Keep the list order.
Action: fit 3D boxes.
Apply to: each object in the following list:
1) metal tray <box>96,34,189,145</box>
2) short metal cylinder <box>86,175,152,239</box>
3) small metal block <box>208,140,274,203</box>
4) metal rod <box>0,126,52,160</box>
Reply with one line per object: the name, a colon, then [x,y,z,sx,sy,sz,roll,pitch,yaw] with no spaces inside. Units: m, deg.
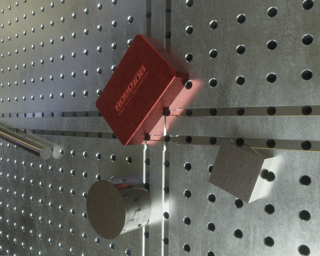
metal tray: [-0.030,-0.050,0.429,0.090,0.030,0.129,52,120,27]
short metal cylinder: [-0.059,0.110,0.439,0.080,0.050,0.079,0,91,39]
small metal block: [0.087,0.045,0.337,0.050,0.025,0.050,26,106,36]
metal rod: [-0.328,0.018,0.675,0.300,0.025,0.025,14,99,38]
